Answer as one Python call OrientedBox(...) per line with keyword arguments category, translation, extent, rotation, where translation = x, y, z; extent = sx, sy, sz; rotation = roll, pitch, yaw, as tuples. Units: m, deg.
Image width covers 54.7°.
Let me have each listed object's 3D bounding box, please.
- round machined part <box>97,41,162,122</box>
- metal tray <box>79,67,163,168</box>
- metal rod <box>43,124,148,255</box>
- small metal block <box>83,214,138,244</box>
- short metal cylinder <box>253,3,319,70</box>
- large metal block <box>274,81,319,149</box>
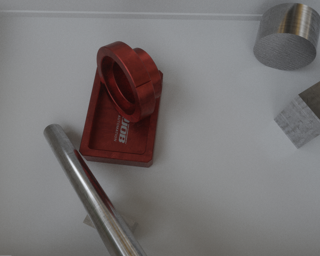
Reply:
OrientedBox(category="round machined part", translation=(-0.034, -0.059, 0.380), extent=(0.042, 0.098, 0.098), rotation=(-29, 73, -24))
OrientedBox(category="metal tray", translation=(-0.048, -0.018, 0.412), extent=(0.091, 0.030, 0.130), rotation=(6, 70, 2))
OrientedBox(category="metal rod", translation=(-0.061, 0.076, 0.304), extent=(0.025, 0.025, 0.300), rotation=(-36, 44, -12))
OrientedBox(category="small metal block", translation=(-0.055, 0.109, 0.356), extent=(0.050, 0.050, 0.025), rotation=(24, 72, 8))
OrientedBox(category="short metal cylinder", translation=(0.175, -0.124, 0.428), extent=(0.080, 0.080, 0.050), rotation=(17, 71, 5))
OrientedBox(category="large metal block", translation=(0.205, -0.025, 0.392), extent=(0.080, 0.080, 0.050), rotation=(-30, 73, -11))
